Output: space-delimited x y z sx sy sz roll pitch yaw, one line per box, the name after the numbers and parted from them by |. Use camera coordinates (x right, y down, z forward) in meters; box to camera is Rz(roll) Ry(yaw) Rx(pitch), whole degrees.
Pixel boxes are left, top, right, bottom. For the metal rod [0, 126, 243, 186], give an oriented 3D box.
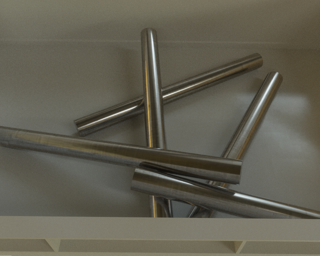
-0.063 0.027 0.349 0.301 0.025 0.025 7 50 18 | metal rod

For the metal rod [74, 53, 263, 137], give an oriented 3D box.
0.025 -0.054 0.450 0.302 0.025 0.025 -23 54 -19 | metal rod

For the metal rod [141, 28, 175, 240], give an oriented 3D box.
-0.007 -0.017 0.392 0.025 0.025 0.299 -3 58 -3 | metal rod

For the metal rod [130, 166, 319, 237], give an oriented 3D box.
0.120 0.086 0.311 0.302 0.025 0.025 14 51 2 | metal rod

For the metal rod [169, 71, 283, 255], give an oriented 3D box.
0.097 0.023 0.386 0.025 0.025 0.301 25 54 19 | metal rod
